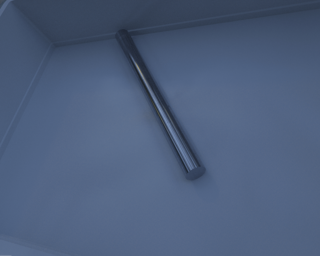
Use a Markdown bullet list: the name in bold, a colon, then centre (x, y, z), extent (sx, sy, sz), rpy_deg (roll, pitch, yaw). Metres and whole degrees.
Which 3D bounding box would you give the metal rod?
- **metal rod**: centre (-0.012, -0.054, 0.443), extent (0.025, 0.025, 0.300), rpy_deg (-32, 52, 7)
